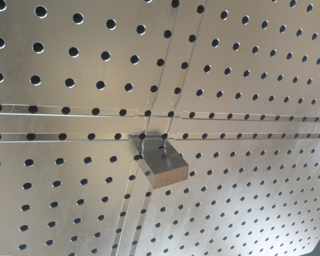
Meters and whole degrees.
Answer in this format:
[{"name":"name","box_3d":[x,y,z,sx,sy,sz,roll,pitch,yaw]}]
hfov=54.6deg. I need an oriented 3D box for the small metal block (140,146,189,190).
[{"name":"small metal block","box_3d":[0.005,0.053,0.430,0.050,0.050,0.025,-13,124,-21]}]
